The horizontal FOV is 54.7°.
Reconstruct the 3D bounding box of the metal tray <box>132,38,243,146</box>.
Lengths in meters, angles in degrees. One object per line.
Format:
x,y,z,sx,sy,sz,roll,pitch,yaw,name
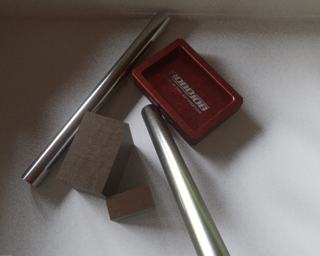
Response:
0.036,-0.051,0.426,0.090,0.030,0.130,-38,75,-13,metal tray

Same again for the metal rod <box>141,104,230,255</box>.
0.027,0.068,0.307,0.025,0.025,0.300,-17,41,-6,metal rod

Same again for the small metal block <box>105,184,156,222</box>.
-0.033,0.090,0.363,0.050,0.050,0.025,-16,71,-6,small metal block

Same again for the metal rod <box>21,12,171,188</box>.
-0.078,-0.049,0.426,0.025,0.025,0.300,32,73,10,metal rod

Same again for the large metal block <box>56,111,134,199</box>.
-0.071,0.037,0.366,0.050,0.080,0.080,17,71,6,large metal block
